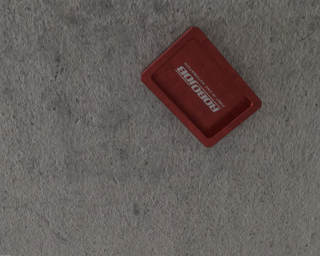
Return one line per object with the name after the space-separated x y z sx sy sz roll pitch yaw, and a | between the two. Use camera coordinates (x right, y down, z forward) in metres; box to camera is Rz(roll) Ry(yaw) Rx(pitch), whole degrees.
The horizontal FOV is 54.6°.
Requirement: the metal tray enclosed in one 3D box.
0.051 -0.049 0.389 0.090 0.030 0.130 -41 105 13 | metal tray
